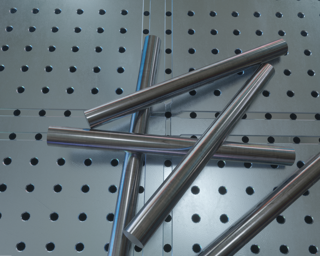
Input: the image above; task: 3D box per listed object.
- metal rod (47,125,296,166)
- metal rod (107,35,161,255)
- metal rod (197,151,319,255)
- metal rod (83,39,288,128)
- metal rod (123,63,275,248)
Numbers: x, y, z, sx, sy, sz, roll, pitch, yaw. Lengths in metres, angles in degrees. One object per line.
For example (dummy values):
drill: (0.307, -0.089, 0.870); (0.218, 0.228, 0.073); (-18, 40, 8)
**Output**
metal rod: (0.019, 0.023, 0.382); (0.302, 0.025, 0.025); (5, 70, -7)
metal rod: (-0.029, 0.009, 0.407); (0.025, 0.025, 0.299); (7, 70, 2)
metal rod: (0.098, 0.124, 0.367); (0.301, 0.025, 0.025); (-35, 74, -13)
metal rod: (0.046, -0.065, 0.417); (0.302, 0.025, 0.025); (-22, 72, -16)
metal rod: (0.064, 0.011, 0.367); (0.025, 0.025, 0.301); (36, 58, 12)
